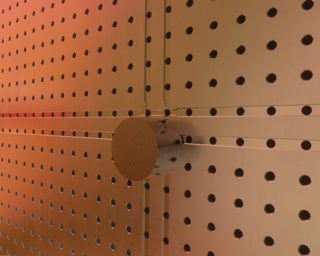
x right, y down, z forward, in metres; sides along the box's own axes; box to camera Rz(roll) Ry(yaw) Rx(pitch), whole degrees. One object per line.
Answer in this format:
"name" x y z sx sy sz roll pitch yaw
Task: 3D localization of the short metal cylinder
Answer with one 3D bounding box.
"short metal cylinder" -0.018 0.026 0.406 0.080 0.050 0.079 0 90 39
